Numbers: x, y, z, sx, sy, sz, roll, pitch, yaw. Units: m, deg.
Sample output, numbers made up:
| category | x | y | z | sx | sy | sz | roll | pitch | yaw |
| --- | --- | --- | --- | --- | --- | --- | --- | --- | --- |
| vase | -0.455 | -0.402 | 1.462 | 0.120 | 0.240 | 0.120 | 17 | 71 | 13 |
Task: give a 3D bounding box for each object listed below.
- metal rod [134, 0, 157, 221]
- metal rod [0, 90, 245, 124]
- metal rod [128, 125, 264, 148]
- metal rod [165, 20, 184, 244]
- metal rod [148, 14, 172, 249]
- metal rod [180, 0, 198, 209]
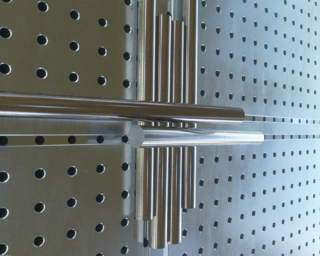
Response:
| category | x | y | z | sx | sy | sz | roll | pitch | yaw |
| --- | --- | --- | --- | --- | --- | --- | --- | --- | --- |
| metal rod | -0.019 | -0.036 | 0.391 | 0.025 | 0.025 | 0.298 | 1 | 89 | -40 |
| metal rod | -0.019 | -0.020 | 0.362 | 0.302 | 0.025 | 0.025 | 1 | 90 | -31 |
| metal rod | 0.075 | 0.013 | 0.444 | 0.302 | 0.025 | 0.025 | 2 | 89 | -48 |
| metal rod | 0.019 | 0.005 | 0.425 | 0.025 | 0.025 | 0.298 | 1 | 89 | -40 |
| metal rod | 0.000 | 0.004 | 0.407 | 0.025 | 0.025 | 0.298 | 2 | 89 | -40 |
| metal rod | 0.040 | -0.038 | 0.440 | 0.025 | 0.025 | 0.298 | 1 | 89 | -40 |
